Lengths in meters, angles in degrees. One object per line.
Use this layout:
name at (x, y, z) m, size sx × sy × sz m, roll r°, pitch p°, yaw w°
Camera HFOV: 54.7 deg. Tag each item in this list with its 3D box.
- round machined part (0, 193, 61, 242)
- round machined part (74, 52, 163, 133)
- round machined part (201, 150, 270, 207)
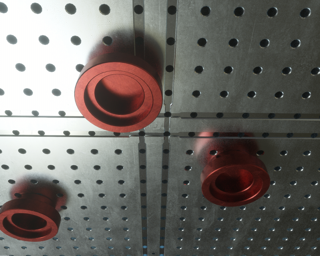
round machined part at (-0.218, 0.148, 0.523) m, size 0.099 × 0.042 × 0.097 m, roll -1°, pitch 130°, yaw 0°
round machined part at (-0.046, -0.044, 0.362) m, size 0.099 × 0.042 × 0.097 m, roll -1°, pitch 130°, yaw 0°
round machined part at (0.110, 0.072, 0.464) m, size 0.099 × 0.042 × 0.097 m, roll -1°, pitch 130°, yaw 0°
